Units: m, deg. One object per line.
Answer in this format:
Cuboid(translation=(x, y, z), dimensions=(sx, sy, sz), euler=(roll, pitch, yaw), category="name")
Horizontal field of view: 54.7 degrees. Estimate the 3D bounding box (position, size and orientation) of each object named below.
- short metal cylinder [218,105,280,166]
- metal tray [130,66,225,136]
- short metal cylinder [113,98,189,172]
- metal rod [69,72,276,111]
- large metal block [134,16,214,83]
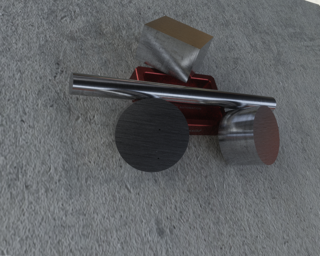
Cuboid(translation=(0.124, 0.012, 0.428), dimensions=(0.081, 0.050, 0.080), euler=(8, 79, -47), category="short metal cylinder")
Cuboid(translation=(0.027, -0.036, 0.439), dimensions=(0.131, 0.030, 0.090), euler=(2, 61, -27), category="metal tray")
Cuboid(translation=(-0.012, 0.006, 0.355), dimensions=(0.081, 0.050, 0.079), euler=(-1, 93, -11), category="short metal cylinder")
Cuboid(translation=(0.036, -0.043, 0.412), dimensions=(0.302, 0.025, 0.025), euler=(3, 61, -27), category="metal rod")
Cuboid(translation=(0.022, -0.116, 0.444), dimensions=(0.080, 0.050, 0.080), euler=(27, 34, 8), category="large metal block")
